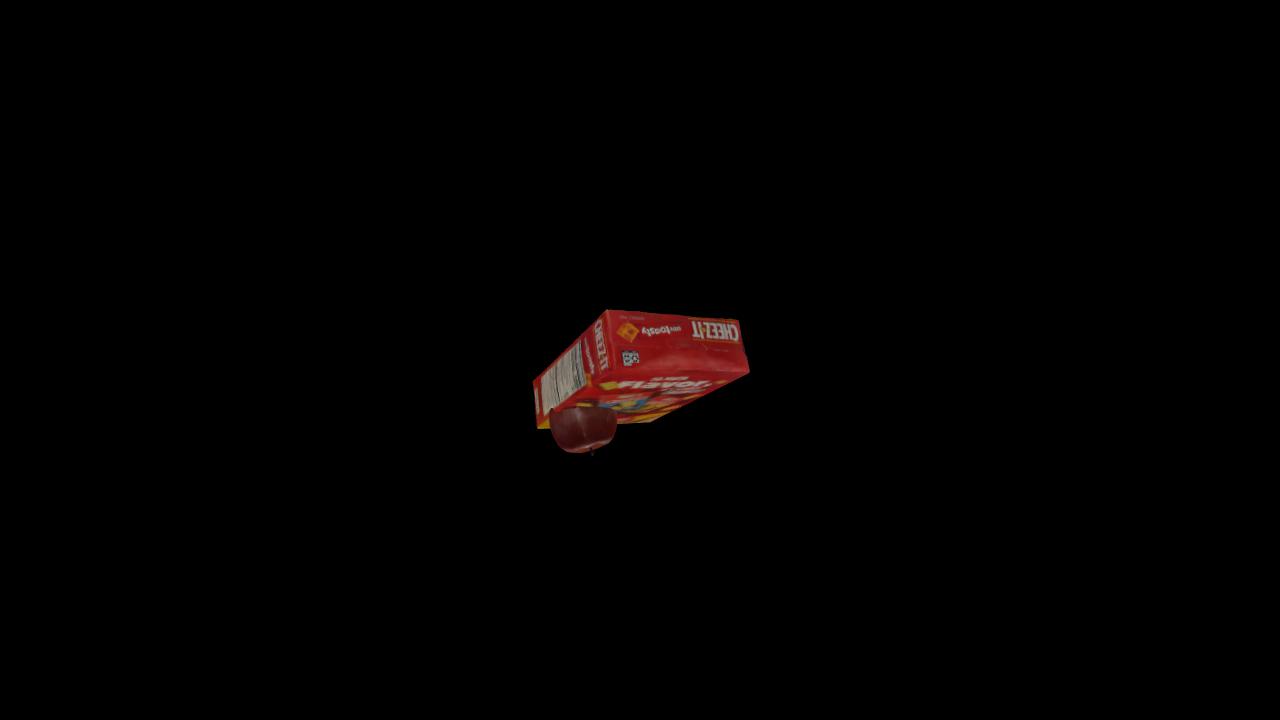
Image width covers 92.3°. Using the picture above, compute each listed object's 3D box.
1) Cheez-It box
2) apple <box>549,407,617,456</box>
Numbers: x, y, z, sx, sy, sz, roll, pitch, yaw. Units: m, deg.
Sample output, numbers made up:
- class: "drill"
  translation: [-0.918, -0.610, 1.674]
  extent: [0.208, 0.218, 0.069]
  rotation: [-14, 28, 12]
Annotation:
- class: "Cheez-It box"
  translation: [-0.009, 0.018, 0.706]
  extent: [0.166, 0.071, 0.223]
  rotation: [1, -20, -30]
- class: "apple"
  translation: [-0.066, 0.065, 0.713]
  extent: [0.079, 0.093, 0.079]
  rotation: [-12, -8, -2]
